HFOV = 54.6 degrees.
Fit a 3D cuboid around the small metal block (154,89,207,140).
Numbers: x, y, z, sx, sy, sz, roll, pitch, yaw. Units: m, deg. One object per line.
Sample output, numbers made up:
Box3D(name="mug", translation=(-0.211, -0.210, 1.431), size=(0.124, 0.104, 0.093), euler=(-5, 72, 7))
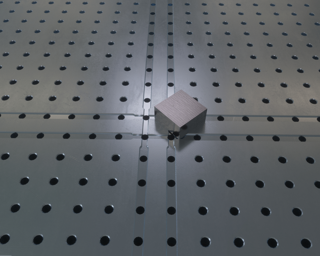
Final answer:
Box3D(name="small metal block", translation=(0.028, -0.020, 0.425), size=(0.050, 0.025, 0.050), euler=(-34, 58, -25))
